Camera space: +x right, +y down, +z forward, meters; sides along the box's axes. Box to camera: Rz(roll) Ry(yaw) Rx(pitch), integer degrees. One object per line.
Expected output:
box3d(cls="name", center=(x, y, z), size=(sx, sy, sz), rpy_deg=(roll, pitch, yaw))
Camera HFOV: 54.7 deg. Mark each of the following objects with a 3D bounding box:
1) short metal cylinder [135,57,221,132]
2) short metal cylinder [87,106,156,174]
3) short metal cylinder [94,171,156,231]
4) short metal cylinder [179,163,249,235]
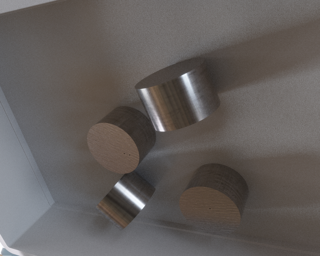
box3d(cls="short metal cylinder", center=(0.019, -0.038, 0.339), size=(0.080, 0.080, 0.050), rpy_deg=(-11, 113, 33))
box3d(cls="short metal cylinder", center=(-0.053, 0.016, 0.430), size=(0.080, 0.050, 0.079), rpy_deg=(13, 124, 21))
box3d(cls="short metal cylinder", center=(-0.052, 0.105, 0.466), size=(0.050, 0.080, 0.080), rpy_deg=(41, 129, 0))
box3d(cls="short metal cylinder", center=(0.072, 0.094, 0.413), size=(0.080, 0.050, 0.079), rpy_deg=(13, 124, 21))
